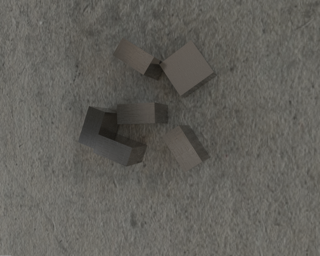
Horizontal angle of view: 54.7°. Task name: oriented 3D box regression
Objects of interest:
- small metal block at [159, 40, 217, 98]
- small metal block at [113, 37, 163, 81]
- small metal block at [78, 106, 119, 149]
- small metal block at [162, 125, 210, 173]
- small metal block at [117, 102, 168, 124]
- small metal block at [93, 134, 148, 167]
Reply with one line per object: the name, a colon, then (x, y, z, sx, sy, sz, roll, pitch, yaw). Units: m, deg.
small metal block: (0.036, -0.074, 0.396, 0.050, 0.025, 0.050, -35, 79, 16)
small metal block: (-0.025, -0.089, 0.404, 0.050, 0.050, 0.025, 35, 101, 16)
small metal block: (-0.080, -0.001, 0.423, 0.025, 0.050, 0.050, 21, 97, 18)
small metal block: (0.034, 0.024, 0.383, 0.025, 0.050, 0.050, -35, 79, 16)
small metal block: (-0.021, -0.018, 0.402, 0.050, 0.050, 0.025, -1, 90, 19)
small metal block: (-0.052, 0.028, 0.413, 0.050, 0.050, 0.025, 20, 97, 18)
